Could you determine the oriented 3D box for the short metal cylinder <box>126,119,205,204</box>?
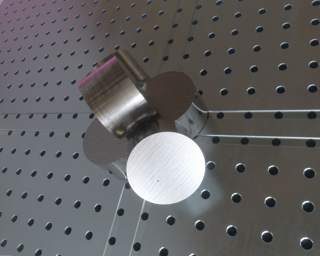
[{"bbox_3d":[0.004,0.035,0.339,0.080,0.080,0.050,-35,16,5],"label":"short metal cylinder"}]

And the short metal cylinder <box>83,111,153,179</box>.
[{"bbox_3d":[-0.052,0.020,0.405,0.080,0.050,0.080,-13,56,20],"label":"short metal cylinder"}]

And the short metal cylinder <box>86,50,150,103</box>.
[{"bbox_3d":[-0.059,-0.062,0.431,0.080,0.080,0.050,-39,85,1],"label":"short metal cylinder"}]

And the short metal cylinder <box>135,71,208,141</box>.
[{"bbox_3d":[0.015,-0.026,0.398,0.080,0.050,0.080,-13,56,20],"label":"short metal cylinder"}]

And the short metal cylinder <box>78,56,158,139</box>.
[{"bbox_3d":[-0.046,-0.034,0.351,0.050,0.080,0.080,-36,52,4],"label":"short metal cylinder"}]
